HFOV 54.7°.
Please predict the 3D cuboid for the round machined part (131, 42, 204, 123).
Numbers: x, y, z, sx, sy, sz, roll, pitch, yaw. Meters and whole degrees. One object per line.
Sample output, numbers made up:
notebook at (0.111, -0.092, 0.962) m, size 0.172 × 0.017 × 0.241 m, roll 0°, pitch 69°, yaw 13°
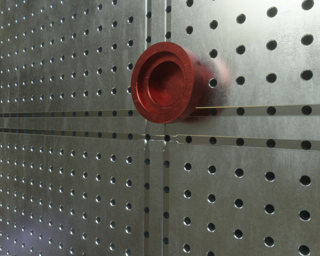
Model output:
round machined part at (0.013, -0.054, 0.386) m, size 0.098 × 0.042 × 0.097 m, roll 0°, pitch 90°, yaw 39°
